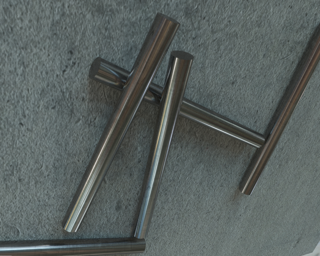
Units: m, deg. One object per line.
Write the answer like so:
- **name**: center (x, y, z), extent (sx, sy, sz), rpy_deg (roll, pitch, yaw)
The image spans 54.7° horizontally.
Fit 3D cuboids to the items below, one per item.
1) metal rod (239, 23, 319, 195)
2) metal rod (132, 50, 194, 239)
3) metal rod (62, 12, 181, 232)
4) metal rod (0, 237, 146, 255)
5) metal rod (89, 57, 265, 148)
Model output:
- **metal rod**: center (0.198, -0.017, 0.504), extent (0.025, 0.025, 0.298), rpy_deg (5, 116, -31)
- **metal rod**: center (-0.004, 0.044, 0.410), extent (0.025, 0.025, 0.298), rpy_deg (-6, 128, -26)
- **metal rod**: center (-0.056, 0.013, 0.360), extent (0.025, 0.025, 0.298), rpy_deg (11, 120, -33)
- **metal rod**: center (-0.153, 0.166, 0.425), extent (0.302, 0.025, 0.025), rpy_deg (12, 112, -33)
- **metal rod**: center (0.045, -0.022, 0.417), extent (0.302, 0.025, 0.025), rpy_deg (20, 108, -36)
